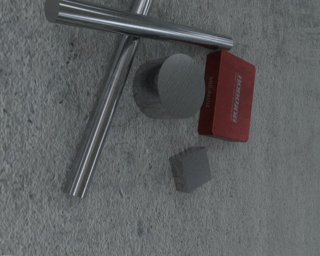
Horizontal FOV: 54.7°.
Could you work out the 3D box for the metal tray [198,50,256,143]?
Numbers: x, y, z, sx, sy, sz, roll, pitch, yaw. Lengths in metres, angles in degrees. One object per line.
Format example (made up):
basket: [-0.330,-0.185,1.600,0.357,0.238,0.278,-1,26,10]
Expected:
metal tray: [0.108,-0.047,0.492,0.091,0.030,0.129,13,82,-39]

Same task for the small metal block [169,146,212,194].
small metal block: [0.044,0.058,0.442,0.050,0.025,0.050,-22,104,-38]

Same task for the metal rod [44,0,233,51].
metal rod: [0.006,-0.119,0.381,0.302,0.025,0.025,-9,96,-48]

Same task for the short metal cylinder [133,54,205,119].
short metal cylinder: [0.012,-0.051,0.399,0.081,0.050,0.079,0,90,-40]

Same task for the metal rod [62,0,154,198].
metal rod: [-0.049,-0.068,0.363,0.025,0.025,0.299,27,73,-37]
